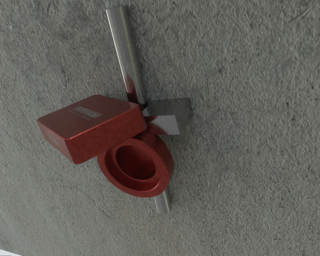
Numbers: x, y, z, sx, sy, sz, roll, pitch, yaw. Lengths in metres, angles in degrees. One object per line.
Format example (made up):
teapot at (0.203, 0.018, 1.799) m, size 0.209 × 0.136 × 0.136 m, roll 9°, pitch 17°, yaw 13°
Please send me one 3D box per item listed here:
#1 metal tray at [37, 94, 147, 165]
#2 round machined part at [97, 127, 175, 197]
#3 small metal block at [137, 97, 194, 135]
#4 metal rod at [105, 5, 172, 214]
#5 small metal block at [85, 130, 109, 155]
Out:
metal tray at (-0.088, -0.005, 0.377) m, size 0.130 × 0.091 × 0.030 m, roll 18°, pitch 130°, yaw 54°
round machined part at (-0.027, 0.039, 0.399) m, size 0.098 × 0.042 × 0.097 m, roll 12°, pitch 127°, yaw 18°
small metal block at (0.008, -0.015, 0.378) m, size 0.050 × 0.050 × 0.025 m, roll -1°, pitch 118°, yaw 28°
metal rod at (-0.022, -0.006, 0.415) m, size 0.025 × 0.025 × 0.298 m, roll 2°, pitch 120°, yaw 27°
small metal block at (-0.075, 0.011, 0.437) m, size 0.050 × 0.050 × 0.025 m, roll -20°, pitch 108°, yaw 35°
